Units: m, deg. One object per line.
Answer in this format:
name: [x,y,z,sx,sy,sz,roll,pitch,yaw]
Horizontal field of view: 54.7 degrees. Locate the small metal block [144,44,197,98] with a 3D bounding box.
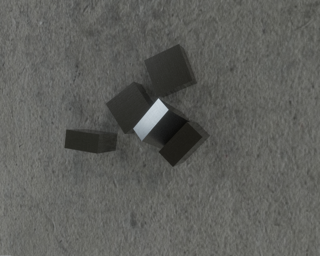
small metal block: [0.014,-0.073,0.403,0.050,0.025,0.050,-22,83,18]

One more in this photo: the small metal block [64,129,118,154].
small metal block: [-0.094,0.017,0.428,0.050,0.050,0.025,7,93,19]

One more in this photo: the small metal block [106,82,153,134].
small metal block: [-0.037,-0.027,0.421,0.050,0.025,0.050,-36,79,16]

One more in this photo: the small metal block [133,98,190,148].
small metal block: [0.004,-0.003,0.390,0.050,0.050,0.025,-50,48,13]

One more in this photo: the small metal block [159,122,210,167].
small metal block: [0.032,0.019,0.384,0.025,0.050,0.050,46,104,13]
